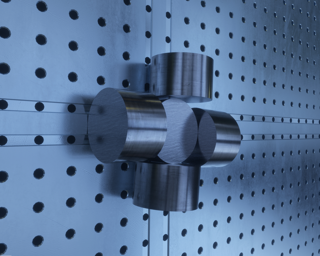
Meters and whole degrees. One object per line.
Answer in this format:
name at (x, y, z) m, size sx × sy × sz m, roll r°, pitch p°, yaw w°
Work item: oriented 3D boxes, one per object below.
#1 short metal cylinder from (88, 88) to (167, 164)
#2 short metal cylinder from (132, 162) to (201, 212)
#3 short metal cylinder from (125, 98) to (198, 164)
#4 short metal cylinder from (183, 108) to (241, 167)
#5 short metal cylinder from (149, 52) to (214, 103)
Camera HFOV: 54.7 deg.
short metal cylinder at (-0.038, -0.002, 0.341) m, size 0.050 × 0.080 × 0.080 m, roll 2°, pitch 89°, yaw -41°
short metal cylinder at (0.008, 0.068, 0.378) m, size 0.081 × 0.080 × 0.050 m, roll 8°, pitch 85°, yaw -40°
short metal cylinder at (0.002, 0.004, 0.395) m, size 0.081 × 0.050 × 0.080 m, roll 0°, pitch 90°, yaw -41°
short metal cylinder at (0.063, 0.014, 0.426) m, size 0.050 × 0.080 × 0.080 m, roll 5°, pitch 87°, yaw -40°
short metal cylinder at (0.027, -0.061, 0.395) m, size 0.081 × 0.080 × 0.050 m, roll 4°, pitch 88°, yaw -40°
